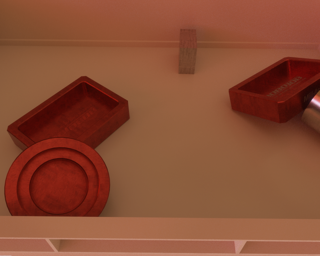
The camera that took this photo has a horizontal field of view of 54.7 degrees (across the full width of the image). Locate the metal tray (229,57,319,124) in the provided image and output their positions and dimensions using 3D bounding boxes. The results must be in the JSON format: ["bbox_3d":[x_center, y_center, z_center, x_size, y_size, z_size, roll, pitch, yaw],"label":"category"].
[{"bbox_3d":[0.173,-0.058,0.428,0.131,0.030,0.090,-30,30,-23],"label":"metal tray"}]

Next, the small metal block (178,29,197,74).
[{"bbox_3d":[0.043,-0.121,0.491,0.025,0.050,0.050,2,50,1],"label":"small metal block"}]

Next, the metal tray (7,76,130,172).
[{"bbox_3d":[-0.115,-0.008,0.406,0.090,0.030,0.131,31,56,23],"label":"metal tray"}]

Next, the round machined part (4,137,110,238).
[{"bbox_3d":[-0.105,0.061,0.323,0.099,0.042,0.098,4,78,-18],"label":"round machined part"}]

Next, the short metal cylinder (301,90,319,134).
[{"bbox_3d":[0.229,-0.024,0.393,0.081,0.080,0.050,-30,57,-23],"label":"short metal cylinder"}]
